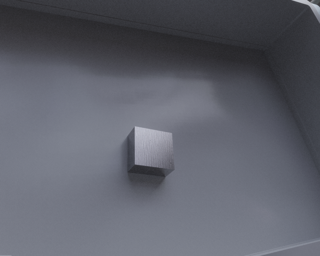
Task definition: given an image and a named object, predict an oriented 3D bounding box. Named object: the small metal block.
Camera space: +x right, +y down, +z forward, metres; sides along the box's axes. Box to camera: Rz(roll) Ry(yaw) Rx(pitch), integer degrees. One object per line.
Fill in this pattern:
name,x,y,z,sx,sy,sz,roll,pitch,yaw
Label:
small metal block,-0.012,0.030,0.381,0.050,0.025,0.050,11,57,-22
